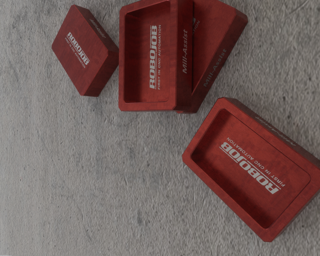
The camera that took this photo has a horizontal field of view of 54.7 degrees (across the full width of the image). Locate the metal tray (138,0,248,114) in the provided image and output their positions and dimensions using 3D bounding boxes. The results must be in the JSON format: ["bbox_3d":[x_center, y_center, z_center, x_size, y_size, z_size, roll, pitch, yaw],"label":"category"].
[{"bbox_3d":[0.033,-0.093,0.374,0.090,0.030,0.129,42,115,32],"label":"metal tray"}]

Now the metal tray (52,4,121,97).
[{"bbox_3d":[-0.122,-0.125,0.503,0.090,0.030,0.130,-51,60,28],"label":"metal tray"}]

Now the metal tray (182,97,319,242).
[{"bbox_3d":[0.093,0.039,0.324,0.130,0.030,0.089,44,116,31],"label":"metal tray"}]

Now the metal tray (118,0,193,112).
[{"bbox_3d":[-0.007,-0.085,0.367,0.090,0.030,0.129,1,91,40],"label":"metal tray"}]
